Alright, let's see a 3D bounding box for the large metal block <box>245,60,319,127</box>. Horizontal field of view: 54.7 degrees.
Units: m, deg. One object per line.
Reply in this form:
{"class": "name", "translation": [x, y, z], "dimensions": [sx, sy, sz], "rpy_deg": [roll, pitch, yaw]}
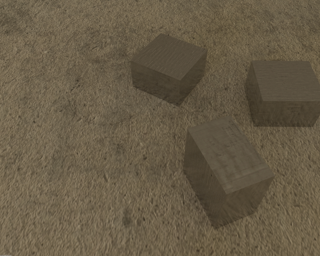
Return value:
{"class": "large metal block", "translation": [0.168, -0.048, 0.428], "dimensions": [0.081, 0.050, 0.080], "rpy_deg": [1, 50, 0]}

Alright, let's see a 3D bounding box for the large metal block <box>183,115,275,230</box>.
{"class": "large metal block", "translation": [0.066, 0.047, 0.328], "dimensions": [0.050, 0.080, 0.080], "rpy_deg": [-17, 52, -14]}

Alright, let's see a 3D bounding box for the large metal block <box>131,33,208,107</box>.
{"class": "large metal block", "translation": [0.014, -0.089, 0.461], "dimensions": [0.080, 0.050, 0.080], "rpy_deg": [26, 55, 20]}
